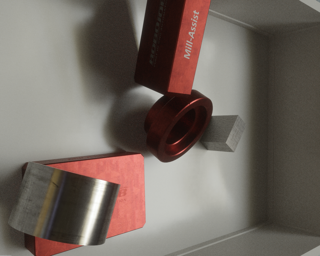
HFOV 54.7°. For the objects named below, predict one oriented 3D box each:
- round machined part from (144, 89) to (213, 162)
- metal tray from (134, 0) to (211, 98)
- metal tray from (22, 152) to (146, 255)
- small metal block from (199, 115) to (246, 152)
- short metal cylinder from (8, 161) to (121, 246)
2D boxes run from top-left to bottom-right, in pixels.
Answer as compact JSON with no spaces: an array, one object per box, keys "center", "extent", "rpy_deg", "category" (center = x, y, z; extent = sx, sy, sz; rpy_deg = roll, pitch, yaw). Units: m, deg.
[{"center":[0.019,-0.007,0.393],"extent":[0.099,0.042,0.097],"rpy_deg":[-36,149,-26],"category":"round machined part"},{"center":[0.011,-0.107,0.350],"extent":[0.030,0.090,0.129],"rpy_deg":[4,105,-29],"category":"metal tray"},{"center":[-0.077,0.077,0.340],"extent":[0.131,0.030,0.089],"rpy_deg":[-3,92,-40],"category":"metal tray"},{"center":[0.096,0.008,0.474],"extent":[0.025,0.050,0.050],"rpy_deg":[44,63,-32],"category":"small metal block"},{"center":[-0.079,0.063,0.266],"extent":[0.080,0.080,0.050],"rpy_deg":[24,75,-38],"category":"short metal cylinder"}]
